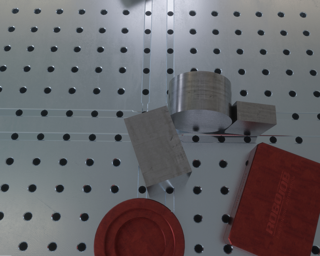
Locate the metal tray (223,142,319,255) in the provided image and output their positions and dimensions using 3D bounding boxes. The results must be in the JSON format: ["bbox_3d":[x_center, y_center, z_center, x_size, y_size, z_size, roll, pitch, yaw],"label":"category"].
[{"bbox_3d":[0.141,0.093,0.376,0.090,0.030,0.130,21,71,7],"label":"metal tray"}]

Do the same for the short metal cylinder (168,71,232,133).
[{"bbox_3d":[0.050,-0.030,0.394,0.080,0.080,0.050,3,70,1],"label":"short metal cylinder"}]

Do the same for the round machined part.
[{"bbox_3d":[-0.022,0.132,0.354,0.099,0.042,0.098,0,70,0],"label":"round machined part"}]

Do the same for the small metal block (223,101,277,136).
[{"bbox_3d":[0.113,-0.011,0.399,0.050,0.050,0.025,6,70,-8],"label":"small metal block"}]

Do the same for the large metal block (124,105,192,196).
[{"bbox_3d":[-0.003,0.031,0.371,0.050,0.080,0.080,-18,71,-6],"label":"large metal block"}]
